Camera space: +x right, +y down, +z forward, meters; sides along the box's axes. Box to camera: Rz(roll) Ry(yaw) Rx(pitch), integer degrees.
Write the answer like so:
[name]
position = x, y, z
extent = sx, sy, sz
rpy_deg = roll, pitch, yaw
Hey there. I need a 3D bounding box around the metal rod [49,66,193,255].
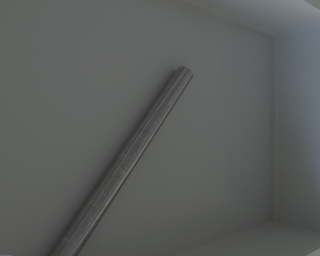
[metal rod]
position = -0.039, 0.038, 0.373
extent = 0.025, 0.025, 0.300
rpy_deg = 48, 62, -30
